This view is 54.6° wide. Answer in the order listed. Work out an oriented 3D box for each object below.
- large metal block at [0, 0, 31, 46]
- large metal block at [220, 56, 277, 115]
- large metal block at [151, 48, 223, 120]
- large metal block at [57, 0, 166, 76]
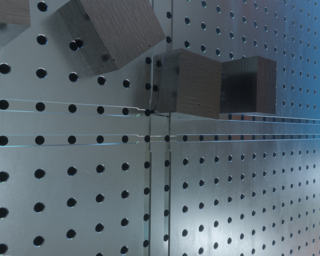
[{"bbox_3d":[-0.146,-0.116,0.250,0.050,0.080,0.080,-6,94,-40],"label":"large metal block"},{"bbox_3d":[0.130,-0.061,0.480,0.050,0.080,0.080,2,89,-40],"label":"large metal block"},{"bbox_3d":[0.037,-0.055,0.423,0.081,0.050,0.080,7,86,-40],"label":"large metal block"},{"bbox_3d":[-0.052,-0.116,0.349,0.080,0.050,0.080,-42,116,-32],"label":"large metal block"}]
